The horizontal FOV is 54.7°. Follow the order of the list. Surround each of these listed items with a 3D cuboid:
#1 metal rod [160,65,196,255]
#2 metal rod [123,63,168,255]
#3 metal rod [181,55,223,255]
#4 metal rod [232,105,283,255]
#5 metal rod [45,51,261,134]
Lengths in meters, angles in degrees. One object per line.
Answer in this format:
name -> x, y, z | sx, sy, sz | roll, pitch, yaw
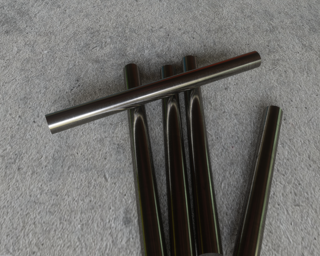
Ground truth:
metal rod -> 0.018, 0.027, 0.380 | 0.025, 0.025, 0.300 | -2, 50, -1
metal rod -> -0.023, 0.024, 0.382 | 0.025, 0.025, 0.300 | -6, 50, -5
metal rod -> 0.047, 0.010, 0.395 | 0.025, 0.025, 0.300 | 0, 50, 0
metal rod -> 0.101, 0.086, 0.331 | 0.025, 0.025, 0.301 | 16, 52, 13
metal rod -> 0.003, -0.052, 0.413 | 0.302, 0.025, 0.025 | -19, 53, -16
